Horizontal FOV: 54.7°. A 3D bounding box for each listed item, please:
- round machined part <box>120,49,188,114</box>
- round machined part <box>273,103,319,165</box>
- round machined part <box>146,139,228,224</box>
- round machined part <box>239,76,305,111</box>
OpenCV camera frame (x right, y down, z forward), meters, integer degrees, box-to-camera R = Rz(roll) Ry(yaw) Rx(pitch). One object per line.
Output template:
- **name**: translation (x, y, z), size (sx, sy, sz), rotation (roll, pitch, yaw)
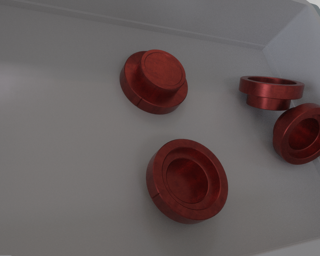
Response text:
- **round machined part**: translation (-0.003, -0.071, 0.436), size (0.099, 0.042, 0.098), rotation (14, 56, -21)
- **round machined part**: translation (0.219, 0.006, 0.486), size (0.099, 0.097, 0.042), rotation (10, 22, -23)
- **round machined part**: translation (0.028, 0.066, 0.370), size (0.099, 0.042, 0.098), rotation (14, 56, -21)
- **round machined part**: translation (0.178, -0.056, 0.503), size (0.099, 0.042, 0.098), rotation (4, 17, -1)
